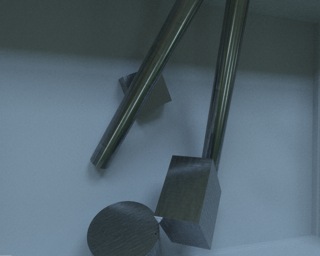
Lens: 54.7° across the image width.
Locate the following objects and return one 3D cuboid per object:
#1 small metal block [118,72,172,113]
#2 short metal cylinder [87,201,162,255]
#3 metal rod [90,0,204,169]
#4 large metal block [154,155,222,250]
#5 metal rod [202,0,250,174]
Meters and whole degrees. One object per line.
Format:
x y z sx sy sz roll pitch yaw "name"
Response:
-0.019 -0.049 0.404 0.050 0.025 0.050 -23 98 -19 "small metal block"
-0.039 0.133 0.360 0.081 0.080 0.050 -21 132 -19 "short metal cylinder"
-0.001 -0.079 0.342 0.025 0.025 0.298 25 108 -19 "metal rod"
0.038 0.090 0.378 0.080 0.050 0.080 67 34 -47 "large metal block"
0.078 -0.057 0.376 0.025 0.025 0.298 -5 117 -20 "metal rod"
